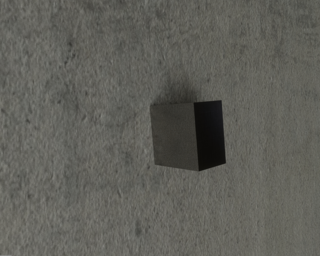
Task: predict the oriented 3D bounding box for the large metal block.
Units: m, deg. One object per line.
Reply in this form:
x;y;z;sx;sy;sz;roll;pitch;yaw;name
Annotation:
0.035;0.008;0.400;0.050;0.080;0.079;-8;96;-40;large metal block
